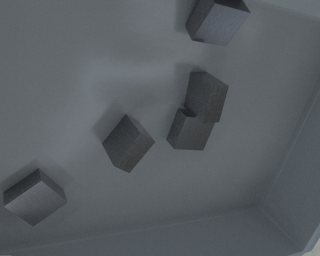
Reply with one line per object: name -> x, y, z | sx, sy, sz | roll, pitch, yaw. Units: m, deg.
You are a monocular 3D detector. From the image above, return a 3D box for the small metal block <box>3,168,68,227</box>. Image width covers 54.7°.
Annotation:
small metal block -> -0.152, 0.085, 0.379 | 0.050, 0.025, 0.050 | -35, 129, -5

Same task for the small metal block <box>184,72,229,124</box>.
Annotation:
small metal block -> 0.058, -0.040, 0.399 | 0.025, 0.050, 0.050 | -5, 121, -26

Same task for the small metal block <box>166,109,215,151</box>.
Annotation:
small metal block -> 0.043, 0.003, 0.434 | 0.050, 0.025, 0.050 | 5, 116, -31

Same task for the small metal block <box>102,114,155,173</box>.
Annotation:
small metal block -> -0.040, 0.018, 0.382 | 0.025, 0.050, 0.050 | 34, 99, -39

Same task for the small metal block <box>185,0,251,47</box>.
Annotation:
small metal block -> 0.065, -0.124, 0.354 | 0.050, 0.025, 0.050 | 1, 145, -29
